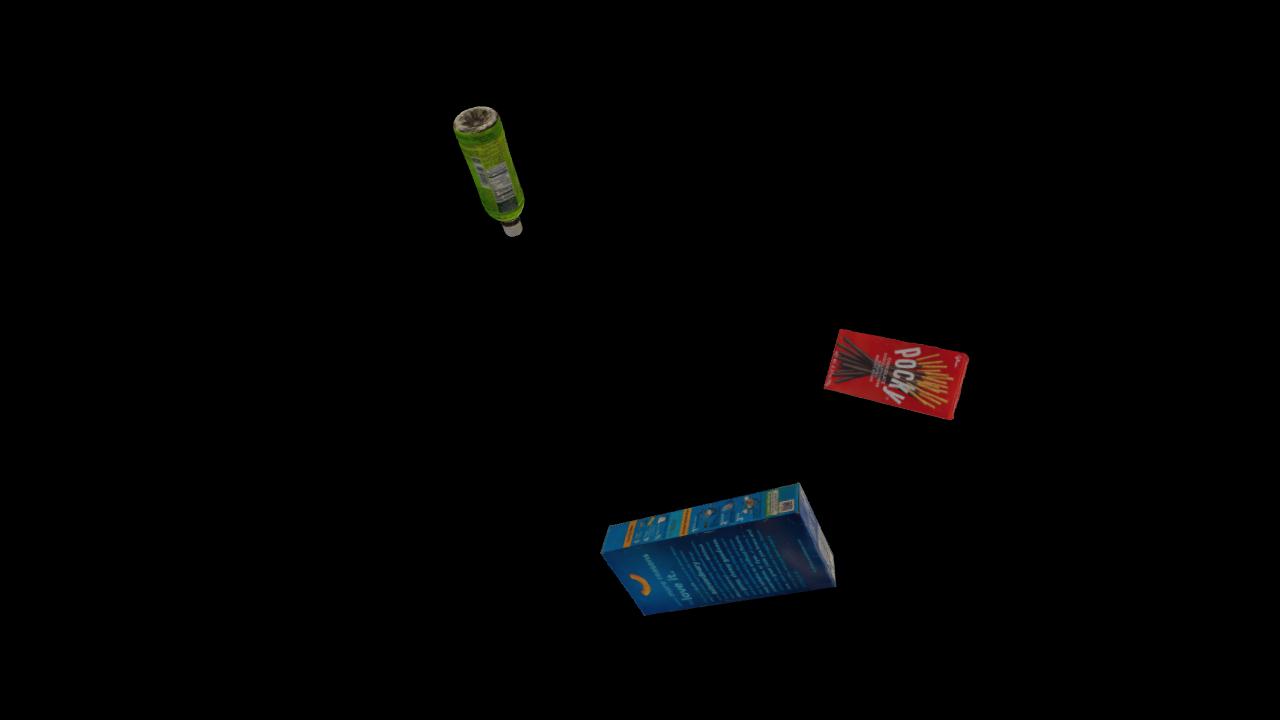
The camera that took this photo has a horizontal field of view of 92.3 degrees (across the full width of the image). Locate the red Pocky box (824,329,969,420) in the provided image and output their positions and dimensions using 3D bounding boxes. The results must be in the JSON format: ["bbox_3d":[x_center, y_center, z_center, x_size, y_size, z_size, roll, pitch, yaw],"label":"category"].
[{"bbox_3d":[0.316,0.015,0.766,0.155,0.083,0.028,15,0,33],"label":"red Pocky box"}]

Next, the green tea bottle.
[{"bbox_3d":[-0.224,-0.280,0.954,0.073,0.073,0.212,0,-38,6],"label":"green tea bottle"}]

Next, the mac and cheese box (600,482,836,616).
[{"bbox_3d":[0.067,0.171,0.540,0.184,0.093,0.041,-18,27,23],"label":"mac and cheese box"}]
